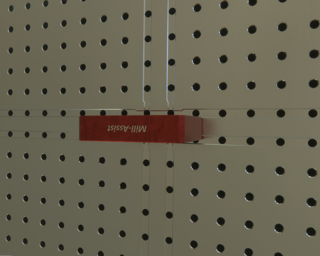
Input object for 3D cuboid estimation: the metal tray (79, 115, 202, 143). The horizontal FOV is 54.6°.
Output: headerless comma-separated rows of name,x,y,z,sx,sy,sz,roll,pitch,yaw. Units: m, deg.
metal tray,-0.021,0.000,0.386,0.130,0.090,0.030,0,91,20
